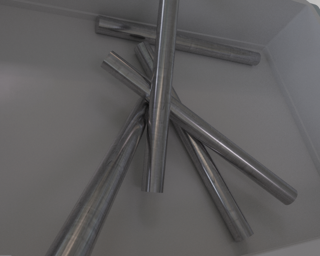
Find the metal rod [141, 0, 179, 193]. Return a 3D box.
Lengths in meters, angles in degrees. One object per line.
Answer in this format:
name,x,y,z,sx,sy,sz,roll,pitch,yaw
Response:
metal rod,0.004,-0.075,0.371,0.025,0.025,0.299,10,79,-23

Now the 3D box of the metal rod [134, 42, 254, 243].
metal rod,0.038,0.007,0.421,0.025,0.025,0.299,-16,70,-34

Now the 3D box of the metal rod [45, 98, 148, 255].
metal rod,-0.041,0.034,0.283,0.025,0.025,0.301,33,26,-7

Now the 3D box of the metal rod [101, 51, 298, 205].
metal rod,0.054,0.004,0.398,0.301,0.025,0.025,37,51,-6

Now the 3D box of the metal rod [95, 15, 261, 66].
metal rod,0.045,-0.140,0.514,0.302,0.025,0.025,5,60,-26
